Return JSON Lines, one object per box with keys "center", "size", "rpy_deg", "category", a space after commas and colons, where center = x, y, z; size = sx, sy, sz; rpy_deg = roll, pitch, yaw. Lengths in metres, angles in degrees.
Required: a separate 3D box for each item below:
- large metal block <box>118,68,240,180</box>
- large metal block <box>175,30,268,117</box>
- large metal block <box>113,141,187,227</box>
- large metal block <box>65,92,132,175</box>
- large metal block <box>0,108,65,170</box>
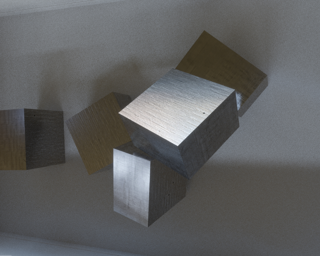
{"center": [0.021, -0.008, 0.311], "size": [0.080, 0.050, 0.080], "rpy_deg": [28, 61, 38], "category": "large metal block"}
{"center": [0.074, -0.058, 0.355], "size": [0.080, 0.080, 0.050], "rpy_deg": [41, 103, 15], "category": "large metal block"}
{"center": [-0.009, 0.055, 0.368], "size": [0.050, 0.081, 0.079], "rpy_deg": [15, 113, 32], "category": "large metal block"}
{"center": [-0.068, 0.008, 0.420], "size": [0.080, 0.050, 0.080], "rpy_deg": [-29, 81, 17], "category": "large metal block"}
{"center": [-0.184, 0.015, 0.444], "size": [0.050, 0.080, 0.079], "rpy_deg": [-3, 89, 20], "category": "large metal block"}
